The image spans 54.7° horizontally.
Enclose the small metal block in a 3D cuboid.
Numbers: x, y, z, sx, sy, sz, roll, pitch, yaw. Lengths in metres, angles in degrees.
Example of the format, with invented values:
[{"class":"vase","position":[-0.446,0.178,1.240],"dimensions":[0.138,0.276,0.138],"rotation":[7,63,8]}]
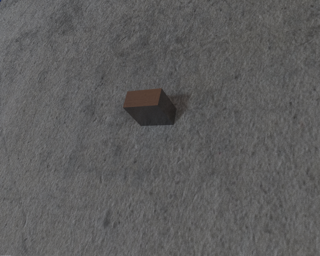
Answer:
[{"class":"small metal block","position":[-0.012,-0.026,0.409],"dimensions":[0.050,0.050,0.025],"rotation":[-2,61,27]}]
